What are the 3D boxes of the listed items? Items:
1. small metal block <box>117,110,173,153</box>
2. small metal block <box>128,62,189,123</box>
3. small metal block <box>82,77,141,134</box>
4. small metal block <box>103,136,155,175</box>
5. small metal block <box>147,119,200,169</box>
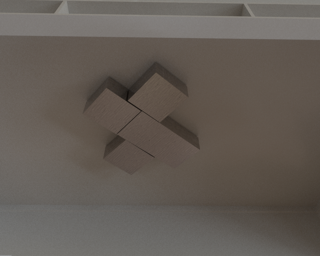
[{"bbox_3d":[-0.019,-0.002,0.404,0.050,0.025,0.050,34,122,-26],"label":"small metal block"},{"bbox_3d":[-0.002,-0.042,0.370,0.050,0.025,0.050,34,121,-26],"label":"small metal block"},{"bbox_3d":[-0.058,-0.027,0.383,0.050,0.025,0.050,34,122,-26],"label":"small metal block"},{"bbox_3d":[-0.043,0.034,0.435,0.050,0.025,0.050,35,123,-26],"label":"small metal block"},{"bbox_3d":[0.018,0.023,0.426,0.050,0.025,0.050,34,122,-26],"label":"small metal block"}]
